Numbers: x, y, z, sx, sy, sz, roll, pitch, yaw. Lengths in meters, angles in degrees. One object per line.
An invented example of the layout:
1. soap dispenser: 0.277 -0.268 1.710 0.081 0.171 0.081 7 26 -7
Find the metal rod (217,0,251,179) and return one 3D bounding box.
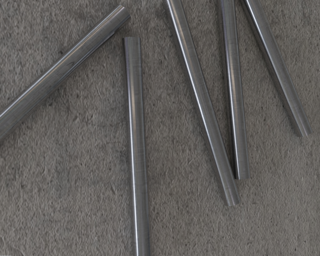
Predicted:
1. metal rod: 0.105 -0.076 0.447 0.025 0.025 0.298 -7 92 -20

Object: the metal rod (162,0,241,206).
1. metal rod: 0.060 -0.034 0.430 0.025 0.025 0.298 -20 97 -19

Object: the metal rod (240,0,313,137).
1. metal rod: 0.165 -0.124 0.469 0.025 0.025 0.299 -29 100 -18

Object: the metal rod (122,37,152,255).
1. metal rod: -0.029 0.036 0.398 0.025 0.025 0.298 -3 91 -20

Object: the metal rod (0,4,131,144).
1. metal rod: -0.144 -0.038 0.355 0.025 0.025 0.301 46 76 -15
